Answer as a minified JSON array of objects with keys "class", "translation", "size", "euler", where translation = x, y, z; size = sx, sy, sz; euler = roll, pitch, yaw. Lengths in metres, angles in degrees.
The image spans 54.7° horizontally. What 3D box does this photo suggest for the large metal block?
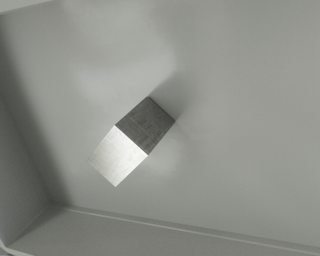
[{"class":"large metal block","translation":[-0.037,0.017,0.397],"size":[0.050,0.080,0.080],"euler":[43,129,-2]}]
